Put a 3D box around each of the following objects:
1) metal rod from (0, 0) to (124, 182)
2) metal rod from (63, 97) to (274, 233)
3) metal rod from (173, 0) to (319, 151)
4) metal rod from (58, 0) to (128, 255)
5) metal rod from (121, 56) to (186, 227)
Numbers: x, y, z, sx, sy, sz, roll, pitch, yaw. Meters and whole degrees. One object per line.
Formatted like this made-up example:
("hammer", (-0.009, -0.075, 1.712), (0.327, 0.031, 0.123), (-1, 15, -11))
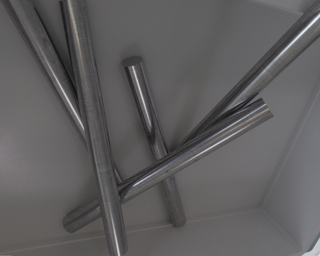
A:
("metal rod", (-0.094, -0.021, 0.344), (0.025, 0.025, 0.299), (-28, 128, -11))
("metal rod", (-0.004, 0.055, 0.380), (0.300, 0.025, 0.025), (-33, 132, 17))
("metal rod", (0.091, -0.037, 0.347), (0.025, 0.025, 0.298), (3, 145, -30))
("metal rod", (-0.068, 0.018, 0.344), (0.025, 0.025, 0.298), (-14, 113, -21))
("metal rod", (0.001, 0.041, 0.434), (0.025, 0.025, 0.298), (-25, 128, -13))
